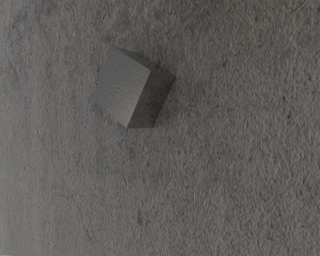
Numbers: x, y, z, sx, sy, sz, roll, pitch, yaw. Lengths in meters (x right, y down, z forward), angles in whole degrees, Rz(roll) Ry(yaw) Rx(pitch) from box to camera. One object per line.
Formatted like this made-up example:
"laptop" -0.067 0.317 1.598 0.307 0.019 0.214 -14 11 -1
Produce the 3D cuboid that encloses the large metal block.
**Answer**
"large metal block" -0.037 -0.054 0.419 0.080 0.050 0.079 38 113 33
